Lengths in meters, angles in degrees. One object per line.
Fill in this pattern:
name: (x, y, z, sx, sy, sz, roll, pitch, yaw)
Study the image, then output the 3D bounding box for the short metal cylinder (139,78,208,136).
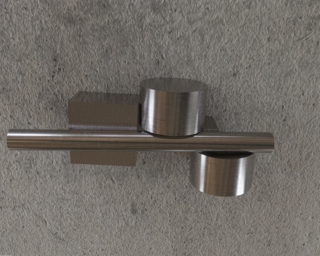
short metal cylinder: (0.015, -0.028, 0.372, 0.081, 0.080, 0.050, 2, 110, -1)

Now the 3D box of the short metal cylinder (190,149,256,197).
short metal cylinder: (0.079, 0.045, 0.399, 0.081, 0.080, 0.050, 0, 110, -1)

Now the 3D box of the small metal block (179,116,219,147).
small metal block: (0.045, 0.004, 0.399, 0.050, 0.050, 0.025, 1, 110, -1)

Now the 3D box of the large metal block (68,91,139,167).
large metal block: (-0.068, 0.000, 0.393, 0.081, 0.050, 0.079, 3, 110, -2)

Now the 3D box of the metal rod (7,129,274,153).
metal rod: (-0.020, 0.015, 0.362, 0.302, 0.025, 0.025, 1, 110, -2)
